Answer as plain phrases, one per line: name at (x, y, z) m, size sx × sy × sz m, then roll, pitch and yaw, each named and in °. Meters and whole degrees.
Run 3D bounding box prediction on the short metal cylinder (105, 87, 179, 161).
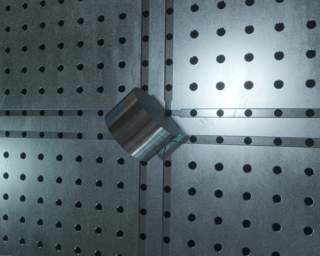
short metal cylinder at (-0.022, -0.005, 0.389) m, size 0.050 × 0.080 × 0.080 m, roll -42°, pitch 77°, yaw 15°
